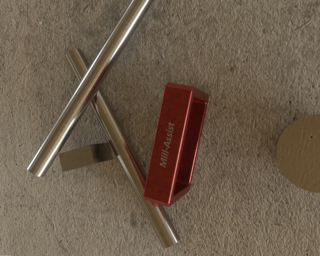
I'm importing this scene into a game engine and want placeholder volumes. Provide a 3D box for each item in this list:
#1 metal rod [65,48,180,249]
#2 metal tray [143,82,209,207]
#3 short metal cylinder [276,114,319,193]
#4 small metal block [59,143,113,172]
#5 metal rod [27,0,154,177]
[{"bbox_3d":[-0.055,0.021,0.427,0.025,0.025,0.299,-32,80,17],"label":"metal rod"},{"bbox_3d":[0.022,0.017,0.365,0.030,0.090,0.129,13,94,19],"label":"metal tray"},{"bbox_3d":[0.169,0.026,0.336,0.080,0.050,0.079,0,90,19],"label":"short metal cylinder"},{"bbox_3d":[-0.102,0.040,0.430,0.050,0.050,0.025,-16,85,19],"label":"small metal block"},{"bbox_3d":[-0.087,-0.067,0.414,0.025,0.025,0.299,32,91,17],"label":"metal rod"}]
